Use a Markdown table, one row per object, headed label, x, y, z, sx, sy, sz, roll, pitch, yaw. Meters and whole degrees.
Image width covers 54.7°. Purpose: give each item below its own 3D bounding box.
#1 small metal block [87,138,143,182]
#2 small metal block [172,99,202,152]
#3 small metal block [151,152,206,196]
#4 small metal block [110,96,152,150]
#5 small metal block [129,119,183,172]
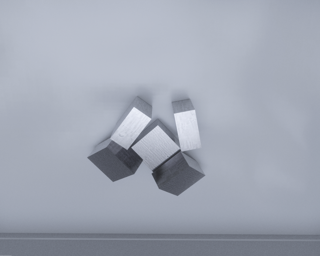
| label | x | y | z | sx | sy | sz | roll | pitch | yaw |
| --- | --- | --- | --- | --- | --- | --- | --- | --- | --- |
| small metal block | -0.060 | 0.041 | 0.412 | 0.050 | 0.025 | 0.050 | 47 | 136 | -16 |
| small metal block | 0.033 | -0.005 | 0.394 | 0.025 | 0.050 | 0.050 | -11 | 110 | 3 |
| small metal block | 0.026 | 0.063 | 0.419 | 0.050 | 0.025 | 0.050 | -39 | 143 | 12 |
| small metal block | -0.035 | -0.007 | 0.392 | 0.025 | 0.050 | 0.050 | 35 | 106 | -12 |
| small metal block | -0.005 | 0.025 | 0.418 | 0.050 | 0.025 | 0.050 | -40 | 106 | 13 |
